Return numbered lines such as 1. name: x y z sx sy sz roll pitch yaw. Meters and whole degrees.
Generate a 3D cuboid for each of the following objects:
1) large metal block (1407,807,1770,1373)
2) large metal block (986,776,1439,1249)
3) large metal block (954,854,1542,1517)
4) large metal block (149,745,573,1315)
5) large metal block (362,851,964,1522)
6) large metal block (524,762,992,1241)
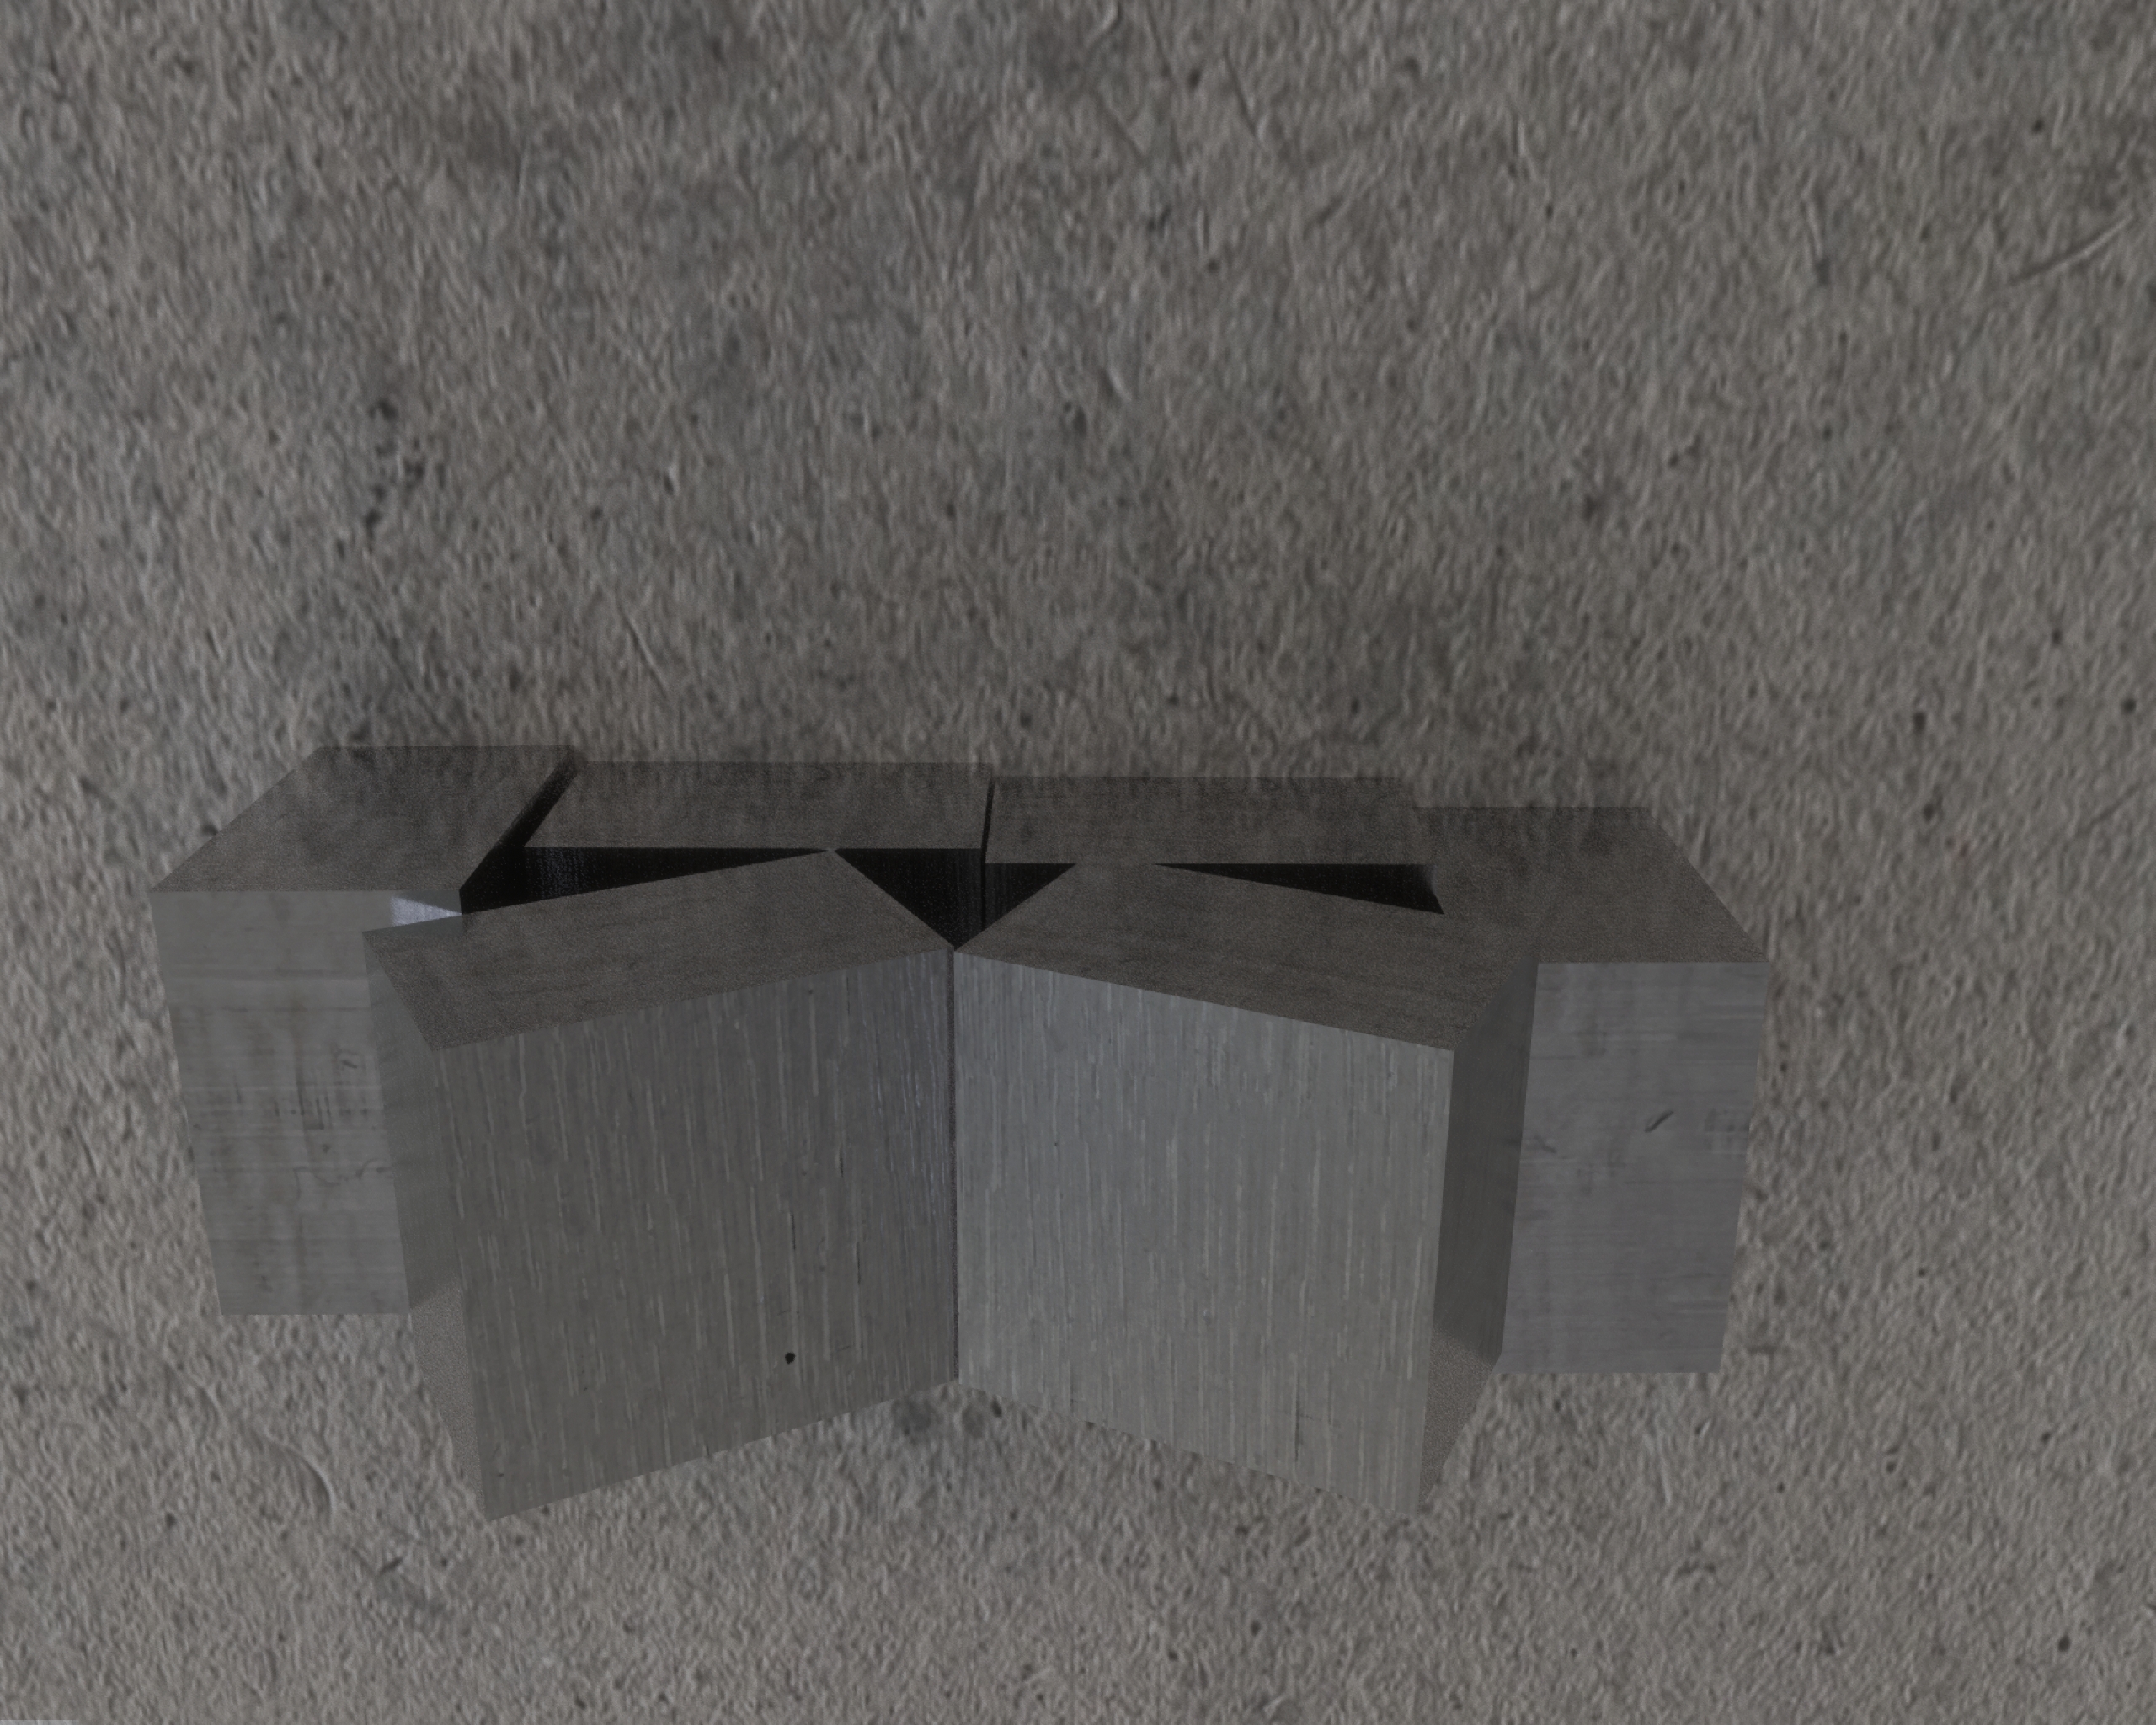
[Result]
1. large metal block: 0.089 0.040 0.396 0.050 0.080 0.079 0 110 0
2. large metal block: 0.024 0.029 0.407 0.081 0.050 0.079 0 110 0
3. large metal block: 0.027 0.050 0.345 0.080 0.050 0.079 10 112 23
4. large metal block: -0.125 0.028 0.389 0.050 0.080 0.079 0 110 0
5. large metal block: -0.067 0.049 0.344 0.081 0.050 0.079 -11 113 -27
6. large metal block: -0.058 0.026 0.405 0.081 0.050 0.079 0 110 0
